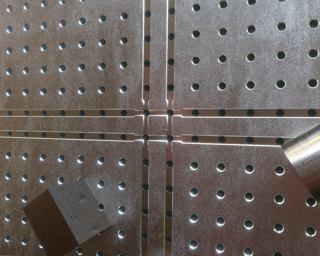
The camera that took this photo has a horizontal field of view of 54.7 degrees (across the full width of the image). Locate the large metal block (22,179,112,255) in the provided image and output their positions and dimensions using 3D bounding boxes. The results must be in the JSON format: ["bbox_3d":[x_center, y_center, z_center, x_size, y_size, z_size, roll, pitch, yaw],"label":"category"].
[{"bbox_3d":[-0.125,0.123,0.428,0.050,0.080,0.080,-37,78,16],"label":"large metal block"}]

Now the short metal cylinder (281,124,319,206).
[{"bbox_3d":[0.171,0.041,0.323,0.050,0.080,0.080,-33,79,17],"label":"short metal cylinder"}]
